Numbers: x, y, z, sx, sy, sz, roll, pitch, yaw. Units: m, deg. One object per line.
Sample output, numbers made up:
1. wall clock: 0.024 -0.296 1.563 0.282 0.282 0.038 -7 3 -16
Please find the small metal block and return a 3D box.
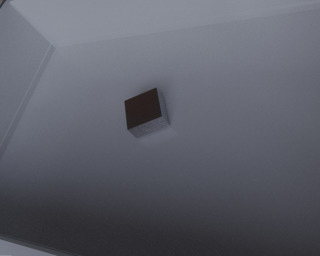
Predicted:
1. small metal block: -0.018 -0.020 0.422 0.050 0.025 0.050 -21 54 15
